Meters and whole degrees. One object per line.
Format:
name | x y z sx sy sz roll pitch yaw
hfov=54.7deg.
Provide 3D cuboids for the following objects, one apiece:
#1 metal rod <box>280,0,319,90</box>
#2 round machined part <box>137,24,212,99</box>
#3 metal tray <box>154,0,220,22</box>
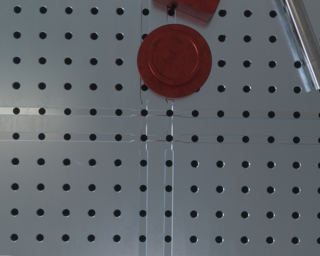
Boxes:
metal rod | 0.166 -0.195 0.414 0.025 0.025 0.299 -20 90 0
round machined part | 0.019 -0.088 0.405 0.099 0.042 0.097 0 90 0
metal tray | 0.052 -0.221 0.411 0.090 0.030 0.129 22 90 0
